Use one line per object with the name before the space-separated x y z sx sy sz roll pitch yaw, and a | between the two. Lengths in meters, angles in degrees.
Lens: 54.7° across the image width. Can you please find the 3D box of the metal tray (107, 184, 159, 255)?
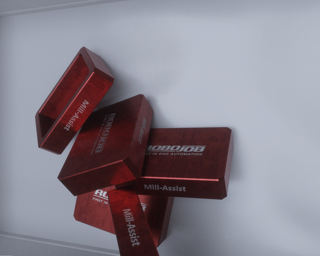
metal tray | -0.020 0.128 0.303 0.030 0.130 0.089 -15 118 -11

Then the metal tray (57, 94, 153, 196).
metal tray | -0.061 0.016 0.382 0.090 0.130 0.030 -18 123 19

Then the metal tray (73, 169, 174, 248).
metal tray | -0.049 0.098 0.425 0.130 0.030 0.089 13 94 19

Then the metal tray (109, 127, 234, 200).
metal tray | 0.017 0.038 0.369 0.130 0.090 0.030 -1 126 20

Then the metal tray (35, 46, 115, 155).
metal tray | -0.121 -0.039 0.425 0.130 0.030 0.090 -51 38 13
